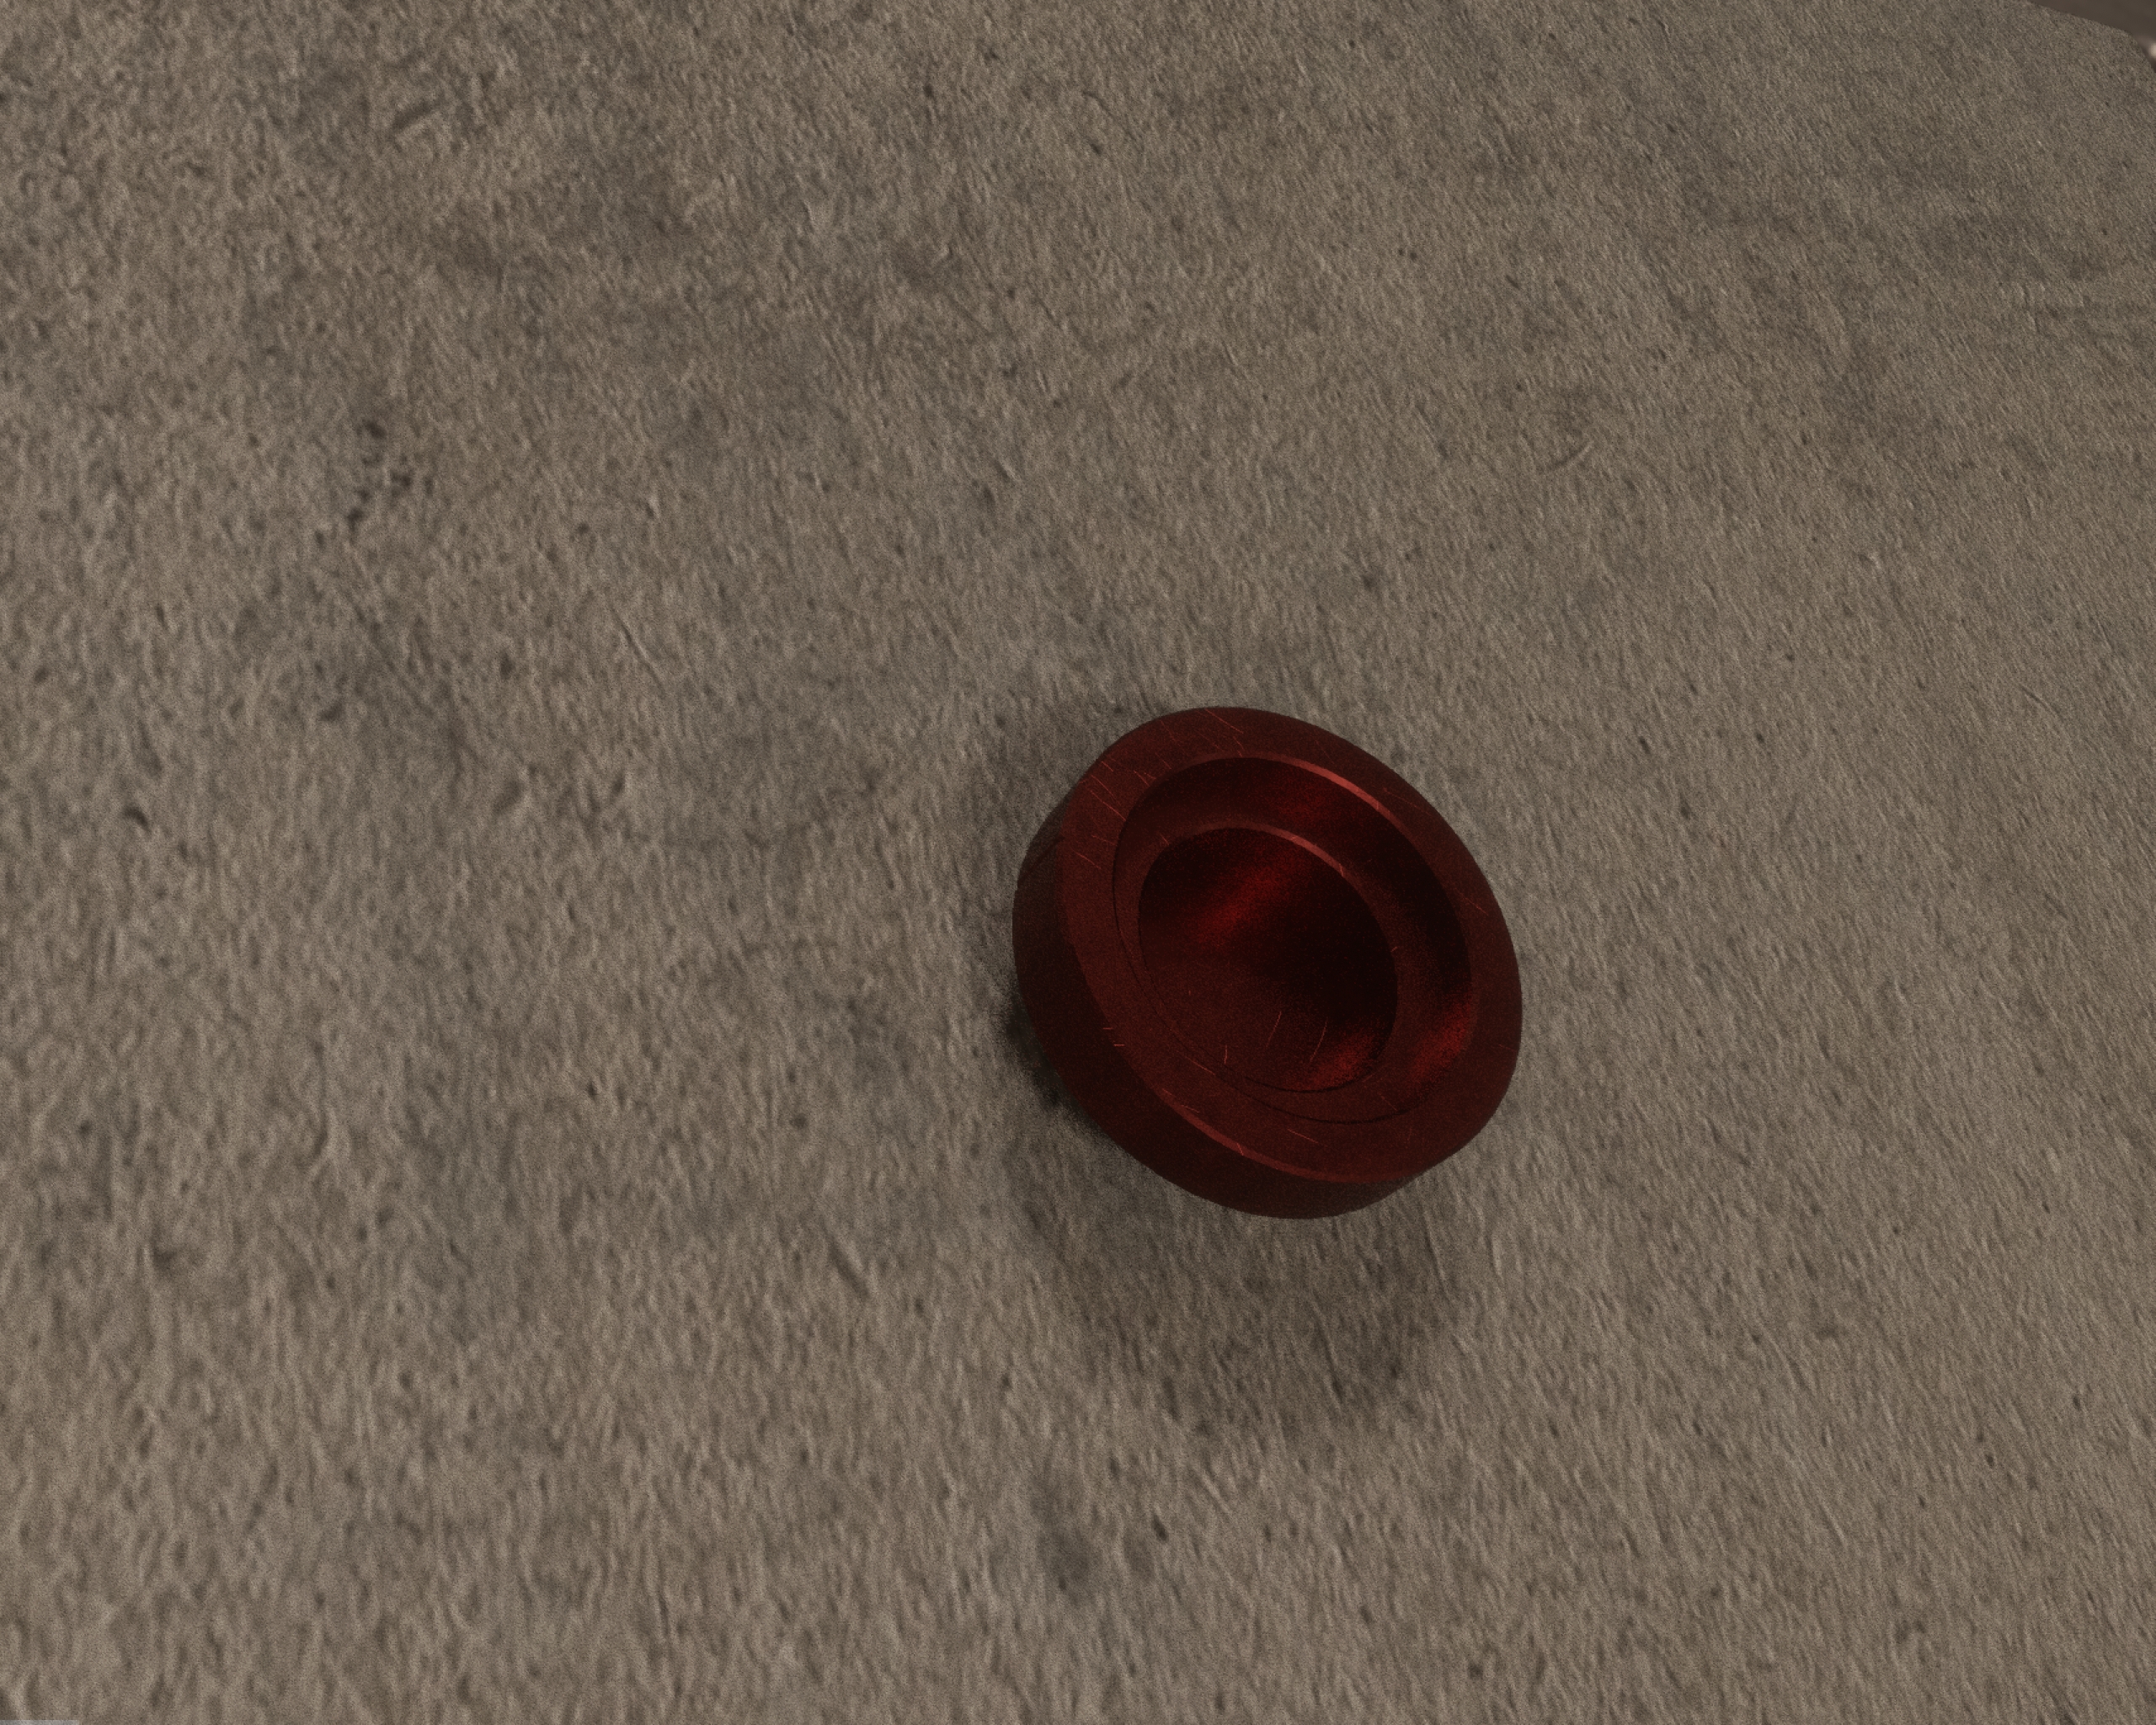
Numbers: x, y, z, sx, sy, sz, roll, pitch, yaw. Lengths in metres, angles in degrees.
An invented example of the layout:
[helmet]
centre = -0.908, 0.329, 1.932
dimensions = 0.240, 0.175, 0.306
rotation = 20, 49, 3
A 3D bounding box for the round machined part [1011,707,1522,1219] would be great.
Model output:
[round machined part]
centre = 0.032, 0.022, 0.400
dimensions = 0.099, 0.042, 0.098
rotation = 14, 56, -21
